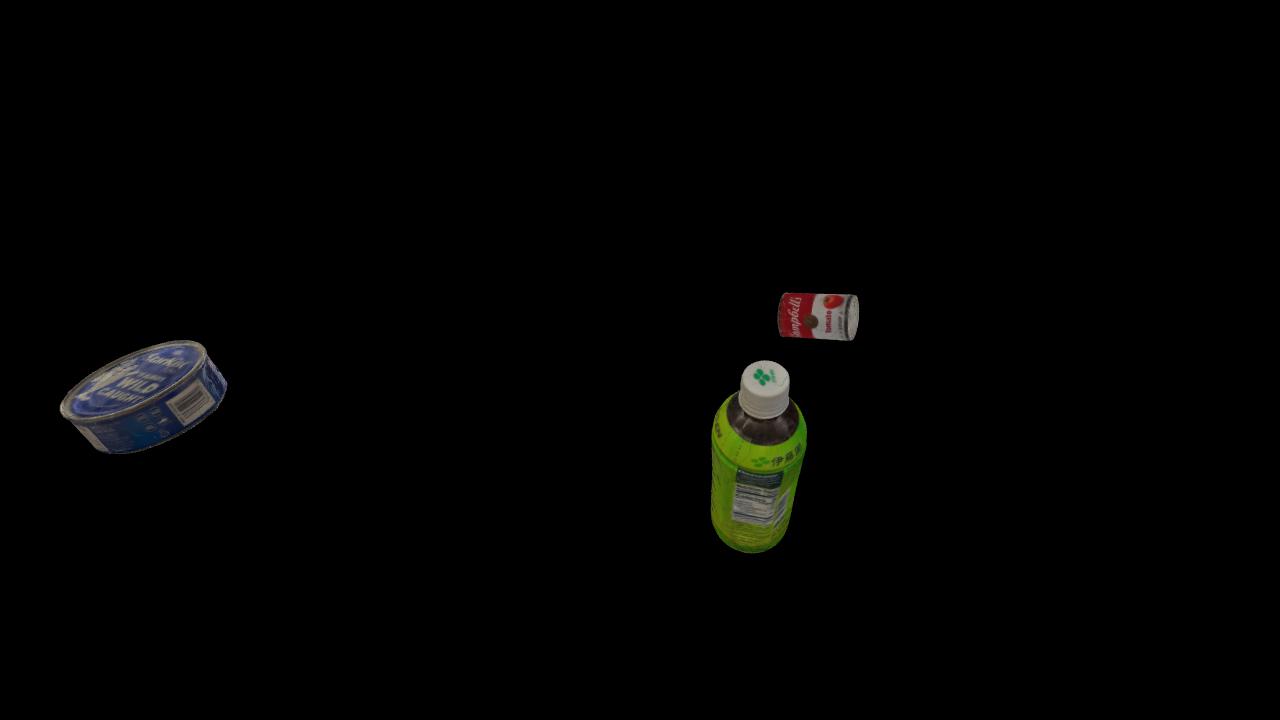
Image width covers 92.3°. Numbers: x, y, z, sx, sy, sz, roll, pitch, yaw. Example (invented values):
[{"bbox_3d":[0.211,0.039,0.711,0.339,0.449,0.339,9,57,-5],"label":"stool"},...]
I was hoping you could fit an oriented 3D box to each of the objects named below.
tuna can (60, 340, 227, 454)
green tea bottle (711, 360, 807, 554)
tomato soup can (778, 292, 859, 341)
[{"bbox_3d":[-0.328,0.024,0.413,0.084,0.034,0.084,-7,36,5],"label":"tuna can"},{"bbox_3d":[0.090,0.078,0.472,0.073,0.073,0.212,0,-38,4],"label":"green tea bottle"},{"bbox_3d":[0.259,-0.063,0.893,0.101,0.068,0.068,6,3,30],"label":"tomato soup can"}]
